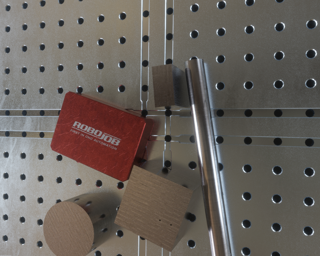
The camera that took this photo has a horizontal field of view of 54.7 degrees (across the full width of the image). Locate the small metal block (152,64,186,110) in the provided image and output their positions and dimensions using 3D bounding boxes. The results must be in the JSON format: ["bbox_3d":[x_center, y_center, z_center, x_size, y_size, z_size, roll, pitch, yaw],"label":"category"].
[{"bbox_3d":[0.012,-0.051,0.394,0.025,0.050,0.050,-5,88,20],"label":"small metal block"}]

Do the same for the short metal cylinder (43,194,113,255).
[{"bbox_3d":[-0.115,0.138,0.438,0.080,0.050,0.079,0,90,19],"label":"short metal cylinder"}]

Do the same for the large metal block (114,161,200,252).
[{"bbox_3d":[-0.001,0.096,0.399,0.080,0.050,0.080,21,97,18],"label":"large metal block"}]

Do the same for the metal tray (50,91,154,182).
[{"bbox_3d":[-0.084,0.010,0.438,0.130,0.030,0.089,20,97,18],"label":"metal tray"}]

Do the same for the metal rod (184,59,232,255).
[{"bbox_3d":[0.063,0.063,0.389,0.025,0.025,0.298,-9,87,19],"label":"metal rod"}]
